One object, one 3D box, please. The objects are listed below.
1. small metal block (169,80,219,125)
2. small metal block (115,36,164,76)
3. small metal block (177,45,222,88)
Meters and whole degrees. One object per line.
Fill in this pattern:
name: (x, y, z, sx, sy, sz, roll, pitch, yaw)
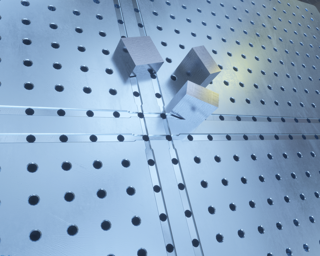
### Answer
small metal block: (0.048, -0.035, 0.441, 0.050, 0.050, 0.025, 21, 54, -16)
small metal block: (-0.030, -0.107, 0.459, 0.050, 0.025, 0.050, -16, 70, -35)
small metal block: (0.060, -0.091, 0.482, 0.025, 0.050, 0.050, -21, 73, -36)
